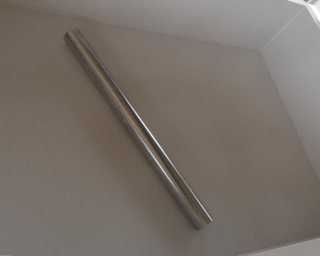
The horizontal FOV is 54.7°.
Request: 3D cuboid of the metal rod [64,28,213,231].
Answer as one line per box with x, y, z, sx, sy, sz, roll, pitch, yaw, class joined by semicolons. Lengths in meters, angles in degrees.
-0.033;-0.006;0.392;0.025;0.025;0.299;-28;77;-37;metal rod
